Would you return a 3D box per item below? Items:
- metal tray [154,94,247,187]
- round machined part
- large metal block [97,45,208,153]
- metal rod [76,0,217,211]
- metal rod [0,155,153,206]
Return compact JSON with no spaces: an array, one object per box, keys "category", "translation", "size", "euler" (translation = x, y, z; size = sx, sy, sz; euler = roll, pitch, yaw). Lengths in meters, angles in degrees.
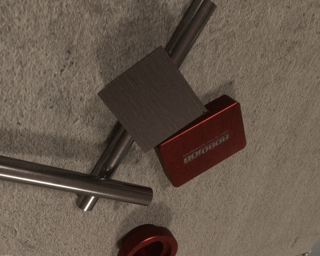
[{"category":"metal tray","translation":[0.060,0.020,0.450],"size":[0.131,0.030,0.090],"euler":[-29,129,-10]},{"category":"round machined part","translation":[-0.024,0.197,0.507],"size":[0.099,0.042,0.097],"euler":[-14,125,-21]},{"category":"large metal block","translation":[-0.008,-0.033,0.339],"size":[0.080,0.050,0.080],"euler":[-35,104,8]},{"category":"metal rod","translation":[-0.024,-0.020,0.382],"size":[0.025,0.025,0.299],"euler":[22,106,-37]},{"category":"metal rod","translation":[-0.141,0.050,0.340],"size":[0.302,0.025,0.025],"euler":[18,109,-29]}]
